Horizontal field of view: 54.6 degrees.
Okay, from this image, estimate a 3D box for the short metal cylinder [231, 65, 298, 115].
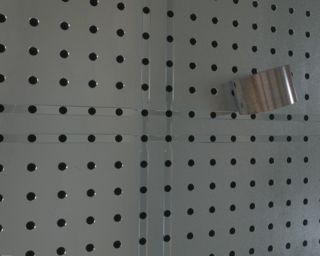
[{"bbox_3d":[0.146,-0.054,0.437,0.081,0.080,0.050,-19,97,-19],"label":"short metal cylinder"}]
